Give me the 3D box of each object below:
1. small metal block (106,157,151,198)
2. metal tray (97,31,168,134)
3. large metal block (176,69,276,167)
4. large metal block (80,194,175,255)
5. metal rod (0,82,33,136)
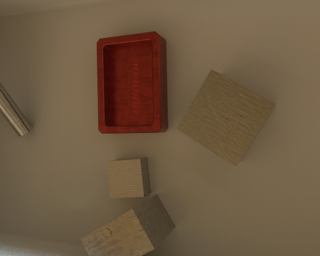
[{"bbox_3d":[-0.043,0.068,0.425,0.050,0.025,0.050,-7,88,19],"label":"small metal block"},{"bbox_3d":[-0.038,-0.058,0.420,0.090,0.030,0.129,-1,90,19],"label":"metal tray"},{"bbox_3d":[0.079,-0.012,0.369,0.080,0.050,0.080,33,100,16],"label":"large metal block"},{"bbox_3d":[-0.037,0.133,0.393,0.080,0.080,0.050,-33,80,16],"label":"large metal block"},{"bbox_3d":[-0.274,-0.115,0.425,0.025,0.025,0.299,-19,115,19],"label":"metal rod"}]
